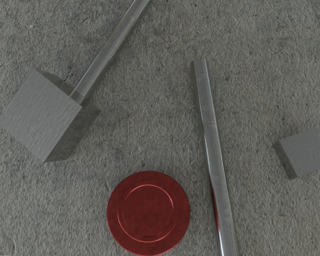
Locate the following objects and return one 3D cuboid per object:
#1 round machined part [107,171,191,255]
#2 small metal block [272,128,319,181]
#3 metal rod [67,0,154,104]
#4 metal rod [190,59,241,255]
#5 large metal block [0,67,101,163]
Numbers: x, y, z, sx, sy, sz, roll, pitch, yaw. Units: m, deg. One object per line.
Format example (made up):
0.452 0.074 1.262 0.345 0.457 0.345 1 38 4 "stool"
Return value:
-0.013 0.098 0.363 0.099 0.042 0.098 0 70 -1 "round machined part"
0.183 0.034 0.398 0.050 0.025 0.050 -18 71 -7 "small metal block"
-0.049 -0.155 0.464 0.025 0.025 0.300 26 72 8 "metal rod"
0.070 0.048 0.391 0.025 0.025 0.299 -5 70 -2 "metal rod"
-0.136 -0.015 0.384 0.080 0.050 0.080 38 97 12 "large metal block"
